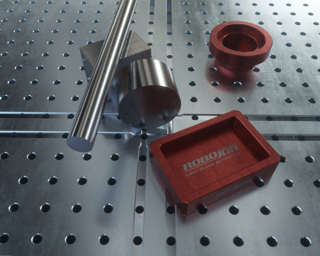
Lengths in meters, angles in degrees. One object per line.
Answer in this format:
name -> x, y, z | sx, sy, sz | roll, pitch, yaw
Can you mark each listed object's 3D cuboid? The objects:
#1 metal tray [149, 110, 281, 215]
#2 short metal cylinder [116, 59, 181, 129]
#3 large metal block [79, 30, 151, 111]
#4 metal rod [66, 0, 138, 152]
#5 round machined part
metal tray -> 0.064, 0.036, 0.374 | 0.131, 0.030, 0.090 | -21, 53, -17
short metal cylinder -> -0.017, -0.043, 0.408 | 0.081, 0.080, 0.050 | -7, 51, -6
large metal block -> -0.059, -0.080, 0.439 | 0.081, 0.080, 0.050 | -25, 55, -19
metal rod -> -0.059, -0.099, 0.385 | 0.025, 0.025, 0.300 | 5, 50, 4
round machined part -> 0.129, -0.130, 0.507 | 0.099, 0.042, 0.098 | 0, 50, 0
